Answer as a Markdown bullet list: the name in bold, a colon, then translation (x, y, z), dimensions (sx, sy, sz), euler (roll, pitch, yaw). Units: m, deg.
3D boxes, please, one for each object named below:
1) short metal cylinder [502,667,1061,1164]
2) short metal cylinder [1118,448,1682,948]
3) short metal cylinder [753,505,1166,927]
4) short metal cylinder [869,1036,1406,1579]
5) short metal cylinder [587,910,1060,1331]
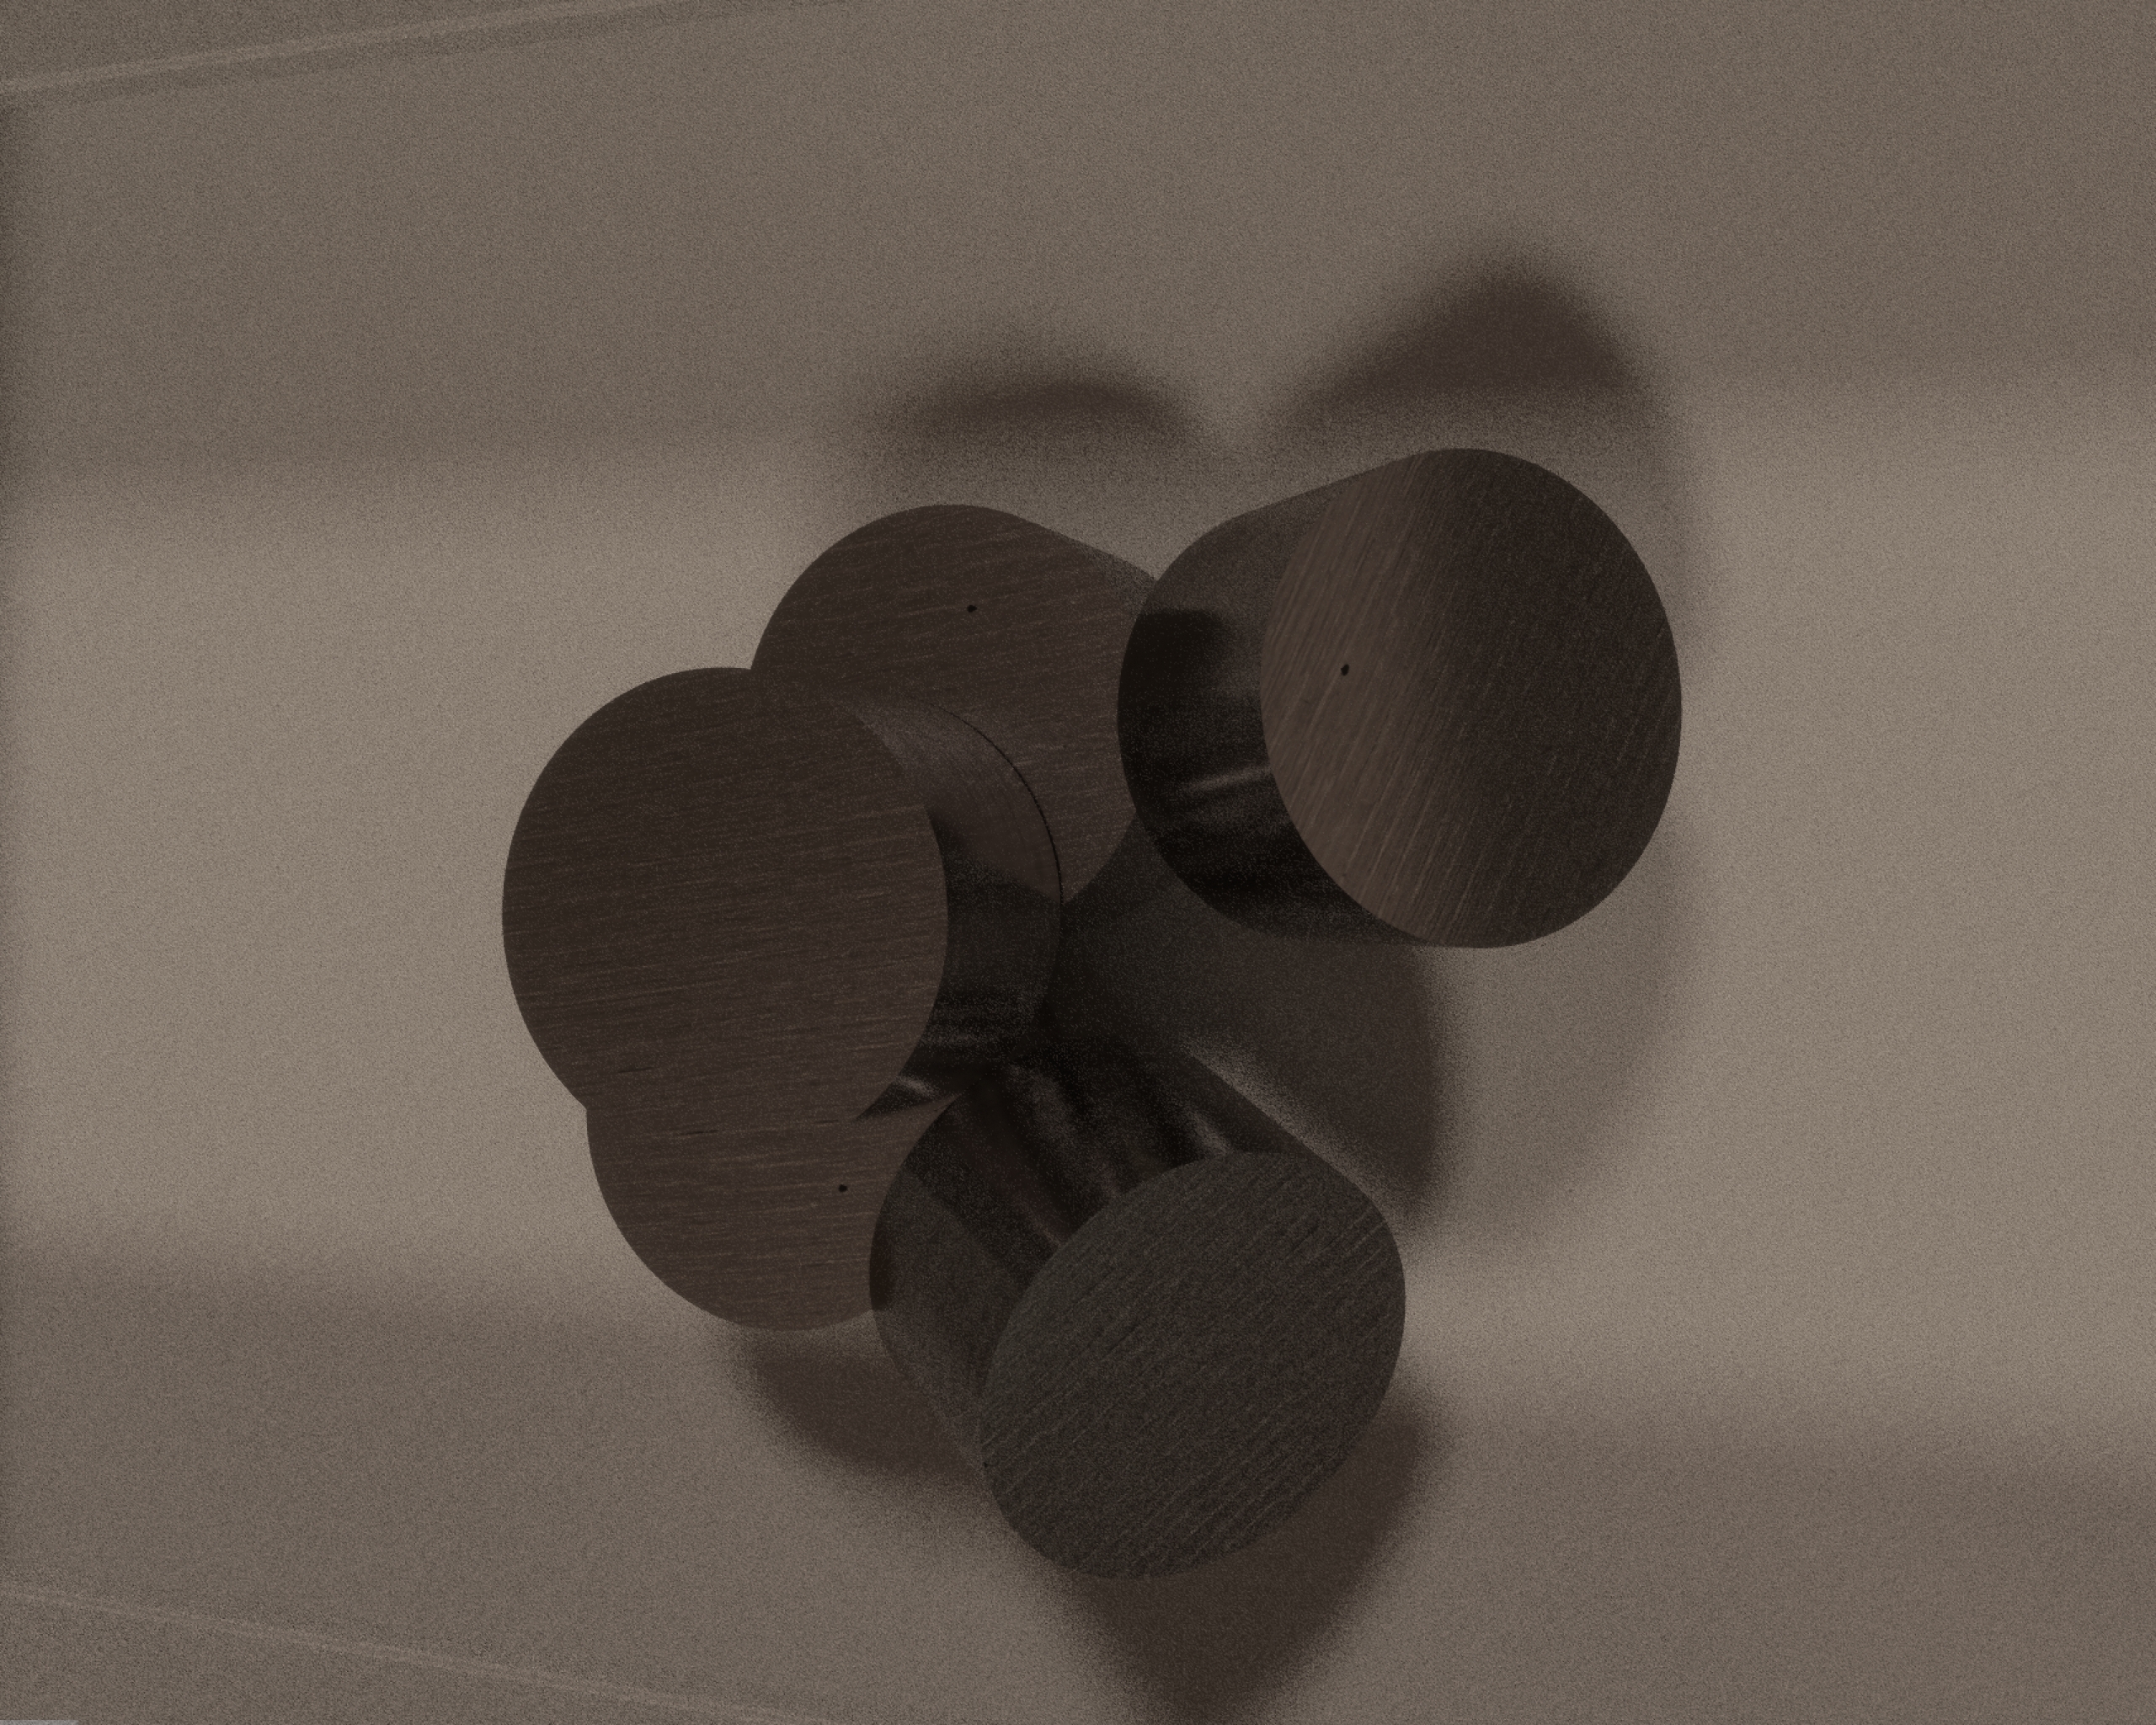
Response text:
- **short metal cylinder**: translation (-0.049, 0.008, 0.357), dimensions (0.080, 0.050, 0.079), euler (0, 90, 19)
- **short metal cylinder**: translation (0.054, -0.026, 0.354), dimensions (0.081, 0.050, 0.079), euler (1, 89, -25)
- **short metal cylinder**: translation (-0.016, -0.025, 0.400), dimensions (0.080, 0.050, 0.079), euler (0, 90, 19)
- **short metal cylinder**: translation (0.010, 0.077, 0.368), dimensions (0.050, 0.081, 0.080), euler (35, 105, 58)
- **short metal cylinder**: translation (-0.048, 0.047, 0.412), dimensions (0.080, 0.050, 0.079), euler (0, 90, 19)
